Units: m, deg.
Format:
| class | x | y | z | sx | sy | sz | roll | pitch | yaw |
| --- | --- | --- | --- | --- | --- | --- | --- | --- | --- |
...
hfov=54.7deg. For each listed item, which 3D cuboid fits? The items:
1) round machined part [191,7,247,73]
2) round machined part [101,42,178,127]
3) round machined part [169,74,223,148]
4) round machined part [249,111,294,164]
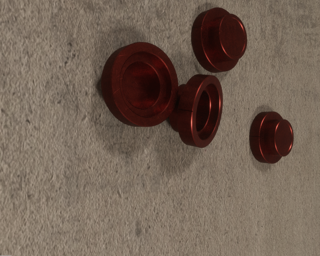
| class | x | y | z | sx | sy | sz | roll | pitch | yaw |
| --- | --- | --- | --- | --- | --- | --- | --- | --- | --- |
| round machined part | 0.097 | -0.137 | 0.478 | 0.099 | 0.042 | 0.097 | 0 | 90 | -40 |
| round machined part | -0.028 | -0.050 | 0.372 | 0.099 | 0.042 | 0.097 | 0 | 90 | -40 |
| round machined part | 0.047 | -0.024 | 0.422 | 0.099 | 0.042 | 0.097 | -25 | 120 | -53 |
| round machined part | 0.212 | 0.018 | 0.575 | 0.099 | 0.042 | 0.097 | 0 | 90 | -40 |
